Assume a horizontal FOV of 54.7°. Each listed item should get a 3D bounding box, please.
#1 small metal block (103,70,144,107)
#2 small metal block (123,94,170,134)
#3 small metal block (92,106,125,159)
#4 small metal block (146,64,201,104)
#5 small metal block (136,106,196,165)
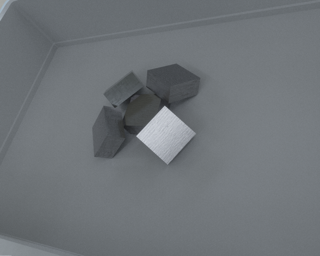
[{"bbox_3d":[-0.052,-0.058,0.450,0.050,0.025,0.050,-37,14,4],"label":"small metal block"},{"bbox_3d":[-0.019,-0.019,0.424,0.050,0.025,0.050,2,62,29],"label":"small metal block"},{"bbox_3d":[-0.071,0.006,0.422,0.050,0.025,0.050,-53,39,42],"label":"small metal block"},{"bbox_3d":[0.017,-0.061,0.416,0.050,0.025,0.050,-20,43,-32],"label":"small metal block"},{"bbox_3d":[0.007,0.010,0.379,0.050,0.025,0.050,42,84,4],"label":"small metal block"}]
